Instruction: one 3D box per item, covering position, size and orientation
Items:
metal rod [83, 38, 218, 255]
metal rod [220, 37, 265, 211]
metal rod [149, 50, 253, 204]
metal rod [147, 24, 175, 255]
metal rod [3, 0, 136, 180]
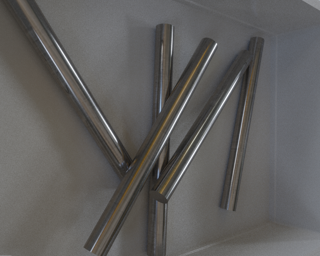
[{"bbox_3d":[0.000,0.006,0.372,0.025,0.025,0.300,44,64,-32],"label":"metal rod"},{"bbox_3d":[0.141,-0.012,0.524,0.025,0.025,0.299,21,77,-38],"label":"metal rod"},{"bbox_3d":[0.072,-0.021,0.447,0.025,0.025,0.301,55,53,-26],"label":"metal rod"},{"bbox_3d":[0.001,0.015,0.407,0.025,0.025,0.298,4,88,-40],"label":"metal rod"},{"bbox_3d":[-0.096,-0.052,0.325,0.025,0.025,0.299,-43,116,-32],"label":"metal rod"}]
